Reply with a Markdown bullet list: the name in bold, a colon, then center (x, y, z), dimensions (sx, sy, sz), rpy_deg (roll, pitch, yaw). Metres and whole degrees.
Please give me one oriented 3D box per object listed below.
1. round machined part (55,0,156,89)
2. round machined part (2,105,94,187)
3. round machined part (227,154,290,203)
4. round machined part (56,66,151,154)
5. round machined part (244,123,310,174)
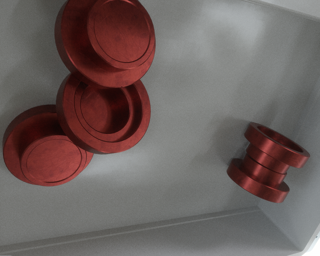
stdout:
- **round machined part**: center (-0.044, -0.087, 0.294), dimensions (0.099, 0.042, 0.097), rpy_deg (-1, 92, -35)
- **round machined part**: center (-0.121, 0.026, 0.348), dimensions (0.099, 0.042, 0.097), rpy_deg (-14, 124, -21)
- **round machined part**: center (0.161, 0.073, 0.494), dimensions (0.099, 0.098, 0.042), rpy_deg (14, 107, -34)
- **round machined part**: center (-0.062, -0.020, 0.331), dimensions (0.099, 0.042, 0.098), rpy_deg (7, 78, -35)
- **round machined part**: center (0.173, 0.034, 0.477), dimensions (0.099, 0.098, 0.042), rpy_deg (14, 111, -34)
